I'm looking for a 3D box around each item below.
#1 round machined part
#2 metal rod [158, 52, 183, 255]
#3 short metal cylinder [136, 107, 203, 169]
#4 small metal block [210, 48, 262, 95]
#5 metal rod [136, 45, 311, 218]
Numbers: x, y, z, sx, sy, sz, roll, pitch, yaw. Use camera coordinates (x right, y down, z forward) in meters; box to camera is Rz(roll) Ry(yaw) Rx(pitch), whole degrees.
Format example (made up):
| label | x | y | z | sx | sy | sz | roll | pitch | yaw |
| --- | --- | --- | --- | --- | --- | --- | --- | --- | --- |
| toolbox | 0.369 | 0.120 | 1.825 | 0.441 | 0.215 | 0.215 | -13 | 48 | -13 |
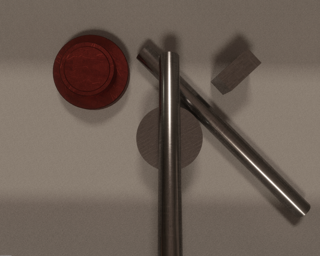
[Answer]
| label | x | y | z | sx | sy | sz | roll | pitch | yaw |
| --- | --- | --- | --- | --- | --- | --- | --- | --- | --- |
| round machined part | -0.090 | -0.073 | 0.402 | 0.099 | 0.042 | 0.097 | 0 | 90 | -1 |
| metal rod | 0.011 | 0.055 | 0.333 | 0.025 | 0.025 | 0.299 | 0 | 72 | -1 |
| short metal cylinder | 0.011 | 0.012 | 0.399 | 0.081 | 0.050 | 0.079 | 0 | 90 | -1 |
| small metal block | 0.096 | -0.071 | 0.400 | 0.050 | 0.050 | 0.025 | -43 | 91 | 0 |
| metal rod | 0.084 | 0.005 | 0.412 | 0.300 | 0.025 | 0.025 | 45 | 90 | -1 |
